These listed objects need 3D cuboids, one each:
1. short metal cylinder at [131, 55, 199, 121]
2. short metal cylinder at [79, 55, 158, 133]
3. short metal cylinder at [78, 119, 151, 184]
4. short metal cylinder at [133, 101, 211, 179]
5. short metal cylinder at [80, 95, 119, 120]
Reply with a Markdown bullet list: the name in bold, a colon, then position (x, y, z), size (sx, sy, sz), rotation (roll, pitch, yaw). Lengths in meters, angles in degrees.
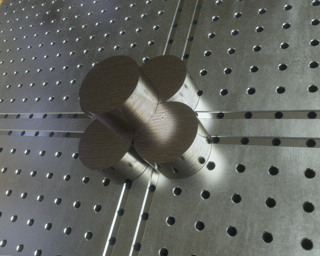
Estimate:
- **short metal cylinder**: position (0.007, -0.051, 0.418), size (0.080, 0.050, 0.080), rotation (-13, 56, 20)
- **short metal cylinder**: position (-0.049, -0.040, 0.374), size (0.080, 0.050, 0.080), rotation (-12, 58, 20)
- **short metal cylinder**: position (-0.058, 0.026, 0.404), size (0.080, 0.050, 0.080), rotation (-13, 56, 20)
- **short metal cylinder**: position (0.016, 0.015, 0.373), size (0.080, 0.050, 0.080), rotation (-13, 56, 20)
- **short metal cylinder**: position (-0.067, -0.039, 0.449), size (0.080, 0.050, 0.080), rotation (-13, 56, 20)
